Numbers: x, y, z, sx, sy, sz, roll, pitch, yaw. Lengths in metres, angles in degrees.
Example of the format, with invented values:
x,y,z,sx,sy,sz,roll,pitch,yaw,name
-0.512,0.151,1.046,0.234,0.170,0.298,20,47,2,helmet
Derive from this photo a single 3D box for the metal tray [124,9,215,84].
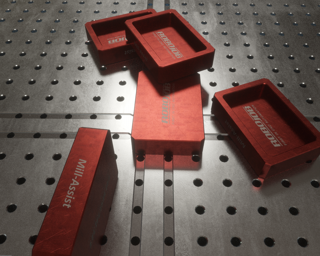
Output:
x,y,z,sx,sy,sz,roll,pitch,yaw,name
0.012,-0.129,0.473,0.091,0.030,0.130,-21,53,-17,metal tray

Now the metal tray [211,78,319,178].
x,y,z,sx,sy,sz,roll,pitch,yaw,name
0.138,-0.006,0.410,0.091,0.030,0.130,-17,52,-15,metal tray

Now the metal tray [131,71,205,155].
x,y,z,sx,sy,sz,roll,pitch,yaw,name
0.011,-0.025,0.426,0.091,0.030,0.130,2,50,1,metal tray

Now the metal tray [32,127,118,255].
x,y,z,sx,sy,sz,roll,pitch,yaw,name
-0.073,0.075,0.301,0.030,0.089,0.130,6,50,4,metal tray

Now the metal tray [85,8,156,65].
x,y,z,sx,sy,sz,roll,pitch,yaw,name
-0.054,-0.161,0.538,0.131,0.030,0.090,-18,53,-16,metal tray
